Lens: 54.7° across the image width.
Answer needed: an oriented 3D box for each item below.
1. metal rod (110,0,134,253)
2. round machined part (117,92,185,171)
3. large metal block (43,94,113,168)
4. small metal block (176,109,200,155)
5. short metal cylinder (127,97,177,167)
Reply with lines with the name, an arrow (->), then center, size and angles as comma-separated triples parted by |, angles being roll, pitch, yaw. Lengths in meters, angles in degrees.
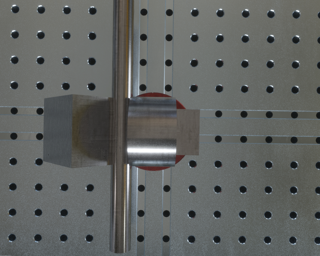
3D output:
metal rod -> -0.046, -0.004, 0.371 | 0.025, 0.025, 0.298 | 1, 90, -1
round machined part -> -0.008, 0.004, 0.404 | 0.099, 0.042, 0.097 | 0, 90, -1
large metal block -> -0.102, 0.003, 0.379 | 0.050, 0.080, 0.079 | 1, 90, -42
small metal block -> 0.030, 0.004, 0.359 | 0.025, 0.050, 0.050 | 1, 90, 0
short metal cylinder -> -0.008, 0.004, 0.356 | 0.050, 0.080, 0.079 | 1, 90, 0
